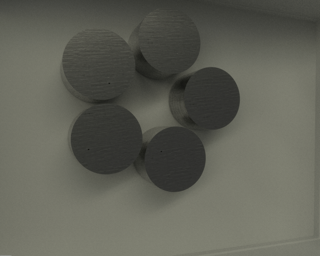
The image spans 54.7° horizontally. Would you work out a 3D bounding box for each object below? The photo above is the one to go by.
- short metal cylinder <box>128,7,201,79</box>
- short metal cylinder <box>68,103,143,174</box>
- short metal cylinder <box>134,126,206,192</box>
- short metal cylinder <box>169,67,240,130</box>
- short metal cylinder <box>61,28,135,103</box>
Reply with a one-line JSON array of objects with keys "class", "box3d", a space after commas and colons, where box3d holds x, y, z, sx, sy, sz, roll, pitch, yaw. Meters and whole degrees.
[{"class": "short metal cylinder", "box3d": [0.004, -0.105, 0.396, 0.081, 0.050, 0.080, 0, 90, -20]}, {"class": "short metal cylinder", "box3d": [-0.067, 0.012, 0.370, 0.081, 0.050, 0.080, 0, 90, -20]}, {"class": "short metal cylinder", "box3d": [0.011, 0.038, 0.399, 0.081, 0.050, 0.080, 0, 90, -20]}, {"class": "short metal cylinder", "box3d": [0.059, -0.038, 0.416, 0.081, 0.050, 0.080, 0, 90, -20]}, {"class": "short metal cylinder", "box3d": [-0.075, -0.071, 0.367, 0.081, 0.050, 0.080, 0, 90, -20]}]
